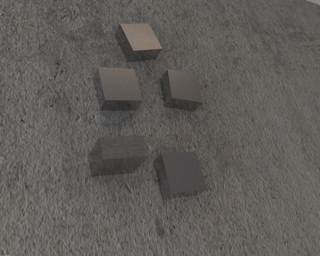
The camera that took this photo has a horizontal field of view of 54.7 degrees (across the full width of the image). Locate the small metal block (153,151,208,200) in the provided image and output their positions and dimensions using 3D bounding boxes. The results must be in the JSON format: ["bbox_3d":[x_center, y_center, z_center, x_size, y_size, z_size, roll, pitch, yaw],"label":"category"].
[{"bbox_3d":[0.024,0.058,0.381,0.050,0.025,0.050,0,62,-28],"label":"small metal block"}]

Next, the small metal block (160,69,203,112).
[{"bbox_3d":[0.031,-0.055,0.454,0.050,0.025,0.050,7,59,-25],"label":"small metal block"}]

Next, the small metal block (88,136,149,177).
[{"bbox_3d":[-0.047,0.031,0.343,0.050,0.050,0.025,-1,62,-29],"label":"small metal block"}]

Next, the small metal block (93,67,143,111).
[{"bbox_3d":[-0.055,-0.051,0.404,0.050,0.025,0.050,-2,63,-29],"label":"small metal block"}]

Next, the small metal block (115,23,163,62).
[{"bbox_3d":[-0.032,-0.129,0.465,0.050,0.025,0.050,-14,69,-34],"label":"small metal block"}]
